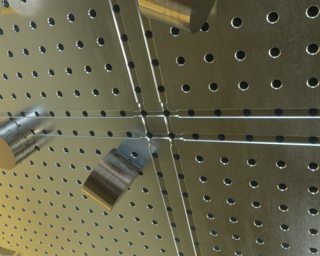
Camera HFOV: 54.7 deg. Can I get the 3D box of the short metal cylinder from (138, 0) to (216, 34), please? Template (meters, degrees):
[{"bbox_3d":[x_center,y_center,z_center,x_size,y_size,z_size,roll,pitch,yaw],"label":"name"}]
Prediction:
[{"bbox_3d":[0.022,-0.133,0.282,0.050,0.080,0.079,25,127,13],"label":"short metal cylinder"}]

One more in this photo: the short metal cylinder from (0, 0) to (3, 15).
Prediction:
[{"bbox_3d":[-0.258,-0.174,0.404,0.050,0.080,0.079,8,122,24],"label":"short metal cylinder"}]

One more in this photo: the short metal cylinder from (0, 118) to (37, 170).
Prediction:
[{"bbox_3d":[-0.271,0.028,0.555,0.080,0.050,0.079,13,124,21],"label":"short metal cylinder"}]

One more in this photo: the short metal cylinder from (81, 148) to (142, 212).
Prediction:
[{"bbox_3d":[-0.070,0.077,0.460,0.050,0.080,0.079,36,129,5],"label":"short metal cylinder"}]
